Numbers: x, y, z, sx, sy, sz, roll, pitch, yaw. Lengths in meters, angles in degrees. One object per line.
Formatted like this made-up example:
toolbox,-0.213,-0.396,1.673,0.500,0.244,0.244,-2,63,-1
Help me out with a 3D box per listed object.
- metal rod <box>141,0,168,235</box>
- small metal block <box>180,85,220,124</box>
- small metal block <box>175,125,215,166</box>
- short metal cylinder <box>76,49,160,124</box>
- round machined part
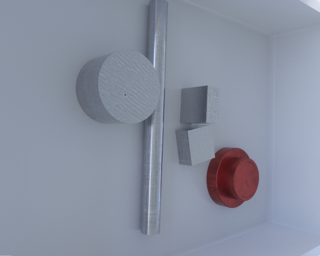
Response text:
metal rod,-0.007,-0.015,0.402,0.025,0.025,0.298,3,88,-40
small metal block,0.056,-0.032,0.440,0.025,0.050,0.050,5,87,-40
small metal block,0.052,0.024,0.453,0.050,0.025,0.050,-13,98,-40
short metal cylinder,-0.047,-0.045,0.352,0.081,0.050,0.079,0,90,-40
round machined part,0.124,0.081,0.503,0.099,0.042,0.097,0,90,-40
